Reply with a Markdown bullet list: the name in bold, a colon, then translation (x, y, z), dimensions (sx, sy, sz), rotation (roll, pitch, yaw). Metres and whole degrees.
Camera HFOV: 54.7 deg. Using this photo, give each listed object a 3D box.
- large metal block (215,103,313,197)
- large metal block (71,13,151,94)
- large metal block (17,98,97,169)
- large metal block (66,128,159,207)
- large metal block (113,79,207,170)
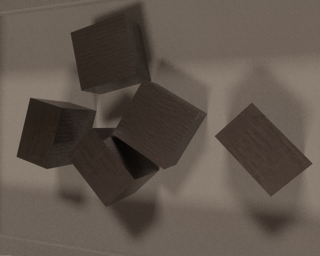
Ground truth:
- **large metal block**: translation (0.113, 0.021, 0.341), dimensions (0.050, 0.080, 0.080), rotation (-45, 77, 14)
- **large metal block**: translation (-0.065, -0.096, 0.419), dimensions (0.080, 0.050, 0.080), rotation (-13, 86, 19)
- **large metal block**: translation (-0.140, 0.006, 0.429), dimensions (0.050, 0.080, 0.079), rotation (17, 96, 19)
- **large metal block**: translation (-0.058, 0.046, 0.401), dimensions (0.050, 0.080, 0.080), rotation (-45, 77, 14)
- **large metal block**: translation (0.001, -0.005, 0.396), dimensions (0.080, 0.050, 0.080), rotation (33, 100, 16)
